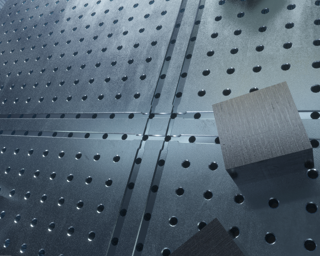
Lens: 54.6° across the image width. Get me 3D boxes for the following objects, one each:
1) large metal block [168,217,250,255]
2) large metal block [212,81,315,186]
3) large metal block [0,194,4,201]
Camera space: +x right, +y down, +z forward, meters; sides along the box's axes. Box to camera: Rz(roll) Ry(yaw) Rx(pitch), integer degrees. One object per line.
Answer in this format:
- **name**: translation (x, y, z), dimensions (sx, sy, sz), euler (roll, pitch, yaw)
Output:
- **large metal block**: translation (0.050, 0.143, 0.279), dimensions (0.080, 0.050, 0.080), euler (-39, 51, 1)
- **large metal block**: translation (0.108, 0.008, 0.331), dimensions (0.080, 0.050, 0.080), euler (-18, 55, 18)
- **large metal block**: translation (-0.308, 0.119, 0.483), dimensions (0.080, 0.050, 0.080), euler (20, 72, 35)
